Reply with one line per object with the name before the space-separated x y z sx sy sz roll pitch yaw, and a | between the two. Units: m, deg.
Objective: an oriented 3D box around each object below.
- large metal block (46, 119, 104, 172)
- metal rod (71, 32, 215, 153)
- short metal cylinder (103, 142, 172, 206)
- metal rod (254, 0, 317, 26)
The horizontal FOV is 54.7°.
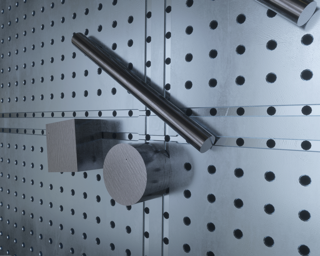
large metal block | -0.140 0.029 0.506 0.080 0.050 0.080 -7 85 39
metal rod | -0.041 -0.064 0.440 0.300 0.025 0.025 41 115 32
short metal cylinder | -0.031 0.059 0.416 0.080 0.050 0.079 0 90 39
metal rod | 0.050 -0.204 0.366 0.300 0.025 0.025 47 118 29
